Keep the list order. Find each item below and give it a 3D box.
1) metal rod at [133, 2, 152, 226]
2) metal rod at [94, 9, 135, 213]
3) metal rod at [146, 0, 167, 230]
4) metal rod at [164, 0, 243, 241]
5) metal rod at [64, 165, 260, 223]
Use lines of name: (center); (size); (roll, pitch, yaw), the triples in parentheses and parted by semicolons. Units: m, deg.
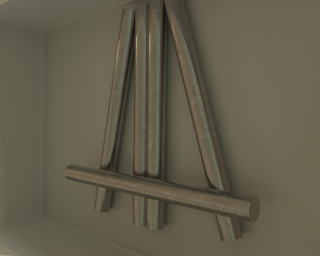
metal rod: (-0.023, -0.018, 0.425); (0.025, 0.025, 0.298); (1, 91, 40)
metal rod: (-0.065, -0.020, 0.460); (0.025, 0.025, 0.298); (16, 100, 39)
metal rod: (-0.004, -0.018, 0.409); (0.025, 0.025, 0.298); (1, 91, 40)
metal rod: (0.048, -0.023, 0.366); (0.025, 0.025, 0.299); (-20, 77, 38)
metal rod: (-0.025, 0.074, 0.392); (0.300, 0.025, 0.025); (2, 91, 40)
